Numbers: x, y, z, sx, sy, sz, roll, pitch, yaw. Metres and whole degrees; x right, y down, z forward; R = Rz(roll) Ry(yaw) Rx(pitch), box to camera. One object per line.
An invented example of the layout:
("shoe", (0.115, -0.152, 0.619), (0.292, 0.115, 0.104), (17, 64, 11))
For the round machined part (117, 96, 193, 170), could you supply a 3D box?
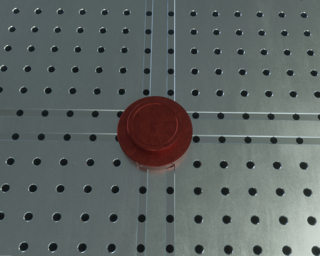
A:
("round machined part", (-0.007, 0.002, 0.402), (0.099, 0.042, 0.098), (0, 70, 0))
